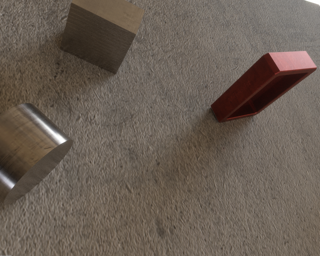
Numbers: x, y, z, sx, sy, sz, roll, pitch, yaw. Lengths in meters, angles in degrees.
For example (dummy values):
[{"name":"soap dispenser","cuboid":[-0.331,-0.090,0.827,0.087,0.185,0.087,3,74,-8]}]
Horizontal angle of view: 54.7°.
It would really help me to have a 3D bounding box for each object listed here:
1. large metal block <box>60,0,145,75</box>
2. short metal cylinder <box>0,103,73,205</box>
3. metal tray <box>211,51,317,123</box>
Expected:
[{"name":"large metal block","cuboid":[-0.076,-0.128,0.406,0.080,0.080,0.050,23,53,-15]},{"name":"short metal cylinder","cuboid":[-0.128,0.023,0.285,0.050,0.080,0.080,43,51,1]},{"name":"metal tray","cuboid":[0.146,-0.057,0.449,0.091,0.129,0.030,-11,68,-33]}]
